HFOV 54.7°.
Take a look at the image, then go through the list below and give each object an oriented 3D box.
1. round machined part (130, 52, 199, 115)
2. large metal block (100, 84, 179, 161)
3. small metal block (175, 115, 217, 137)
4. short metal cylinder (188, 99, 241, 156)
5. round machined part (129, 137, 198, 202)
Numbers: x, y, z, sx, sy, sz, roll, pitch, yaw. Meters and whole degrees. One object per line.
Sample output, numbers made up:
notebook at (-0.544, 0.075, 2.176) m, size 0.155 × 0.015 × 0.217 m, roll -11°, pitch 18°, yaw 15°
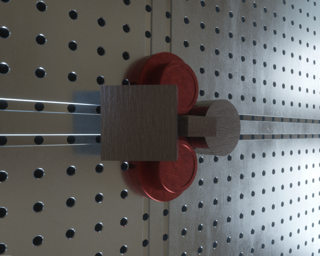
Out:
round machined part at (0.013, -0.052, 0.409) m, size 0.099 × 0.042 × 0.097 m, roll 0°, pitch 90°, yaw -40°
large metal block at (-0.020, -0.006, 0.349) m, size 0.050 × 0.080 × 0.080 m, roll -6°, pitch 96°, yaw -85°
small metal block at (0.036, -0.002, 0.394) m, size 0.050 × 0.050 × 0.025 m, roll 2°, pitch 89°, yaw -40°
short metal cylinder at (0.073, -0.001, 0.452) m, size 0.081 × 0.050 × 0.080 m, roll 0°, pitch 90°, yaw -40°
round machined part at (0.011, 0.048, 0.408) m, size 0.099 × 0.042 × 0.097 m, roll 0°, pitch 90°, yaw -40°
